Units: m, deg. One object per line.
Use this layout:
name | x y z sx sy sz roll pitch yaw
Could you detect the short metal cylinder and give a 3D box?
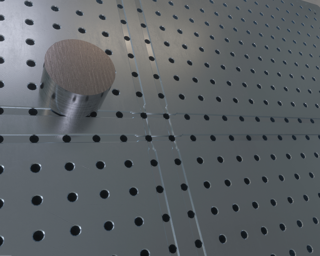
short metal cylinder | -0.100 -0.059 0.374 0.081 0.050 0.080 13 56 -21
